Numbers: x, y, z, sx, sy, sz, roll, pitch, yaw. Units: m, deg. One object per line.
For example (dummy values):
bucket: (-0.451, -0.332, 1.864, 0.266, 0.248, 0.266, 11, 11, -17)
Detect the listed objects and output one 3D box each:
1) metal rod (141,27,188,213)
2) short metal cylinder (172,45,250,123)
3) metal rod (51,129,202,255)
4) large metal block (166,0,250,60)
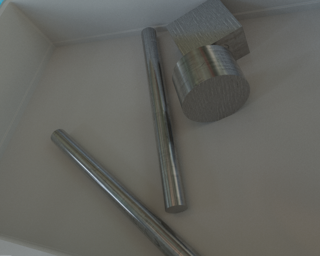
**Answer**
metal rod: (0.000, -0.033, 0.424, 0.025, 0.025, 0.299, -20, 54, 16)
short metal cylinder: (0.059, -0.051, 0.370, 0.080, 0.080, 0.050, -25, 53, 13)
metal rod: (-0.057, 0.077, 0.386, 0.300, 0.025, 0.025, 33, 80, 37)
large metal block: (0.065, -0.124, 0.430, 0.080, 0.050, 0.080, -29, 52, 9)
